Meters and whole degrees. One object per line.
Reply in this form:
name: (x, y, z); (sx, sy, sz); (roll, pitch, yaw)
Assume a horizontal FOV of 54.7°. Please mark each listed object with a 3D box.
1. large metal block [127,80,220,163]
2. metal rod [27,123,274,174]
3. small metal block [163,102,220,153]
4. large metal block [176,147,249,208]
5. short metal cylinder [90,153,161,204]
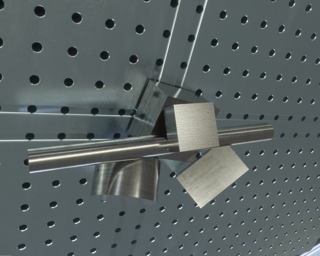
large metal block: (0.016, -0.007, 0.395); (0.081, 0.050, 0.079); (11, 113, -33)
metal rod: (0.011, 0.018, 0.359); (0.303, 0.025, 0.025); (-6, 121, -26)
small metal block: (0.035, -0.001, 0.345); (0.050, 0.025, 0.050); (-6, 86, -25)
large metal block: (0.070, 0.064, 0.440); (0.080, 0.050, 0.080); (-38, 173, -2)
short metal cylinder: (-0.041, 0.064, 0.380); (0.080, 0.080, 0.050); (21, 64, -36)
